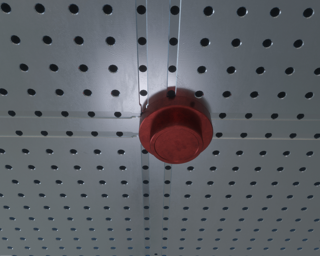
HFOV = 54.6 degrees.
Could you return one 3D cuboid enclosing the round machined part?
[{"bbox_3d":[0.021,0.010,0.409,0.099,0.042,0.097,0,130,0],"label":"round machined part"}]
